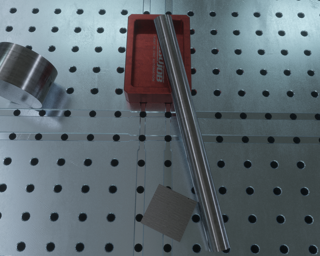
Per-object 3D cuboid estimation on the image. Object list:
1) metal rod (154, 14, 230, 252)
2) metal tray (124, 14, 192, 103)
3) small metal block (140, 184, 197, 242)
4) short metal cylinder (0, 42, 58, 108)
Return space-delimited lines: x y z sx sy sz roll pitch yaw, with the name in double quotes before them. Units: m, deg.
"metal rod" 0.037 -0.002 0.388 0.025 0.025 0.299 -12 80 -5
"metal tray" -0.002 -0.101 0.446 0.091 0.030 0.130 1 70 0
"small metal block" 0.011 0.103 0.374 0.050 0.025 0.050 24 72 8
"short metal cylinder" -0.183 -0.067 0.405 0.080 0.080 0.050 17 71 5
